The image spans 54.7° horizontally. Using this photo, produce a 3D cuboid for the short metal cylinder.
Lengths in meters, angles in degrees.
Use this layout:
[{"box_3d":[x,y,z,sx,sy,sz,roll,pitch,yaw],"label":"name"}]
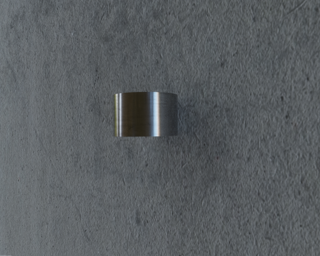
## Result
[{"box_3d":[-0.018,-0.015,0.384,0.080,0.081,0.050,-1,90,39],"label":"short metal cylinder"}]
